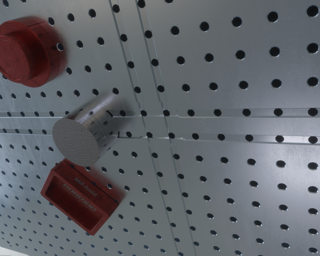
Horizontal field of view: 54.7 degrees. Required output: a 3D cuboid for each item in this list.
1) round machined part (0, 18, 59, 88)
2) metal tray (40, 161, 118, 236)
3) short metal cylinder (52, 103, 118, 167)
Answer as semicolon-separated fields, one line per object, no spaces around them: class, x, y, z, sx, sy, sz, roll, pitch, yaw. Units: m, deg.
round machined part;-0.197;-0.103;0.441;0.098;0.042;0.097;13;124;21
metal tray;-0.150;0.130;0.567;0.130;0.030;0.089;38;129;2
short metal cylinder;-0.110;0.010;0.459;0.080;0.050;0.079;13;124;21
